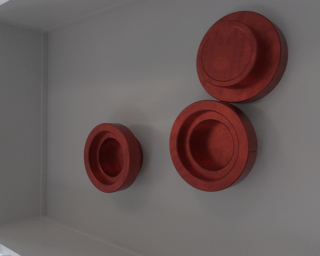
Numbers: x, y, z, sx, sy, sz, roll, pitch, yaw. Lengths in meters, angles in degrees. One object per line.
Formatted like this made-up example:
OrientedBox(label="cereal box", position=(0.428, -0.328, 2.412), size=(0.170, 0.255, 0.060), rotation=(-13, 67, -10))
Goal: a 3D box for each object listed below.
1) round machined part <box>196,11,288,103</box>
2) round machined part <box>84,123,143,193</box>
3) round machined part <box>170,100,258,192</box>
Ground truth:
OrientedBox(label="round machined part", position=(0.079, -0.075, 0.330), size=(0.098, 0.042, 0.097), rotation=(0, 90, 40))
OrientedBox(label="round machined part", position=(-0.063, 0.042, 0.448), size=(0.098, 0.042, 0.097), rotation=(0, 90, 40))
OrientedBox(label="round machined part", position=(0.062, 0.019, 0.345), size=(0.098, 0.042, 0.097), rotation=(0, 90, 40))
